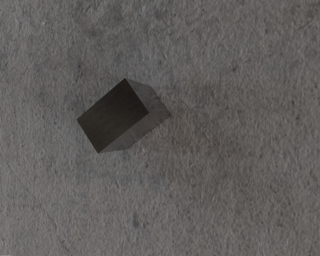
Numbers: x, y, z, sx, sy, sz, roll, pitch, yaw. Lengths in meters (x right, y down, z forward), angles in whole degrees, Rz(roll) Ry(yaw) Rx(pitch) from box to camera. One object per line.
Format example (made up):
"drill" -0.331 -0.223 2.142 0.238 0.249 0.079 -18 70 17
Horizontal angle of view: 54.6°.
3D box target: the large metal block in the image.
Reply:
"large metal block" -0.042 -0.014 0.395 0.080 0.080 0.050 -38 78 16
